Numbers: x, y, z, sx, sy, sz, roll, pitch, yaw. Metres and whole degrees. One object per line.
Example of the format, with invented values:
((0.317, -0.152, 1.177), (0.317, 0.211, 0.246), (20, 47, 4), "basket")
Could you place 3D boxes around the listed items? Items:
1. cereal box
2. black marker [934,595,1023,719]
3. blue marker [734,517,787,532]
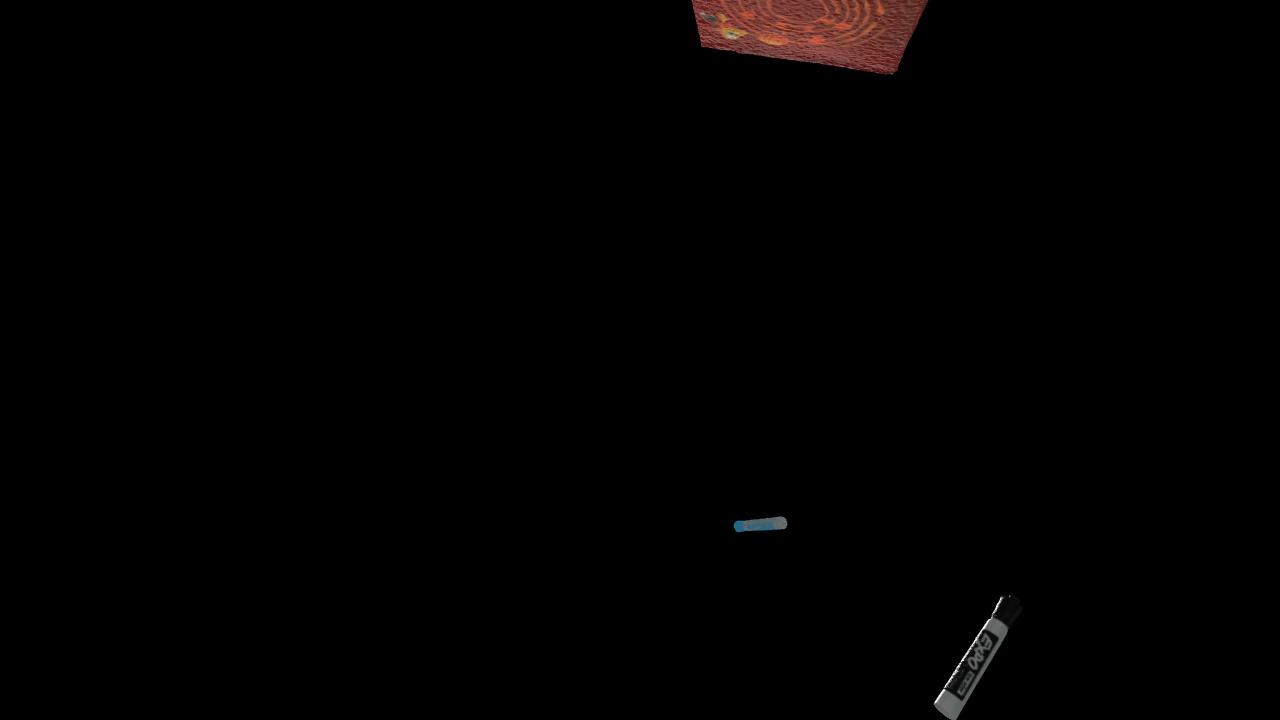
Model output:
((0.136, -0.337, 0.486), (0.203, 0.081, 0.306), (15, 5, 12), "cereal box")
((0.294, 0.253, 0.531), (0.121, 0.020, 0.020), (-45, 17, -18), "black marker")
((0.190, 0.265, 0.989), (0.020, 0.020, 0.121), (0, -16, -28), "blue marker")
